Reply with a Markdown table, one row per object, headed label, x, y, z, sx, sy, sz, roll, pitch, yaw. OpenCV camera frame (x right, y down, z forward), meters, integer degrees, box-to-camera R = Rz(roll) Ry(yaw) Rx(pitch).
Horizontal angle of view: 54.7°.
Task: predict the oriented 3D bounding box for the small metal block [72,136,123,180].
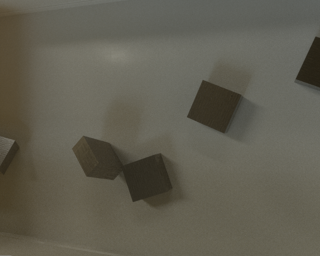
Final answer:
| label | x | y | z | sx | sy | sz | roll | pitch | yaw |
| --- | --- | --- | --- | --- | --- | --- | --- | --- | --- |
| small metal block | -0.083 | 0.041 | 0.418 | 0.025 | 0.050 | 0.050 | -47 | 56 | 14 |

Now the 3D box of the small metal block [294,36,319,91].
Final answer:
| label | x | y | z | sx | sy | sz | roll | pitch | yaw |
| --- | --- | --- | --- | --- | --- | --- | --- | --- | --- |
| small metal block | 0.186 | -0.067 | 0.345 | 0.050 | 0.025 | 0.050 | 25 | 98 | 18 |

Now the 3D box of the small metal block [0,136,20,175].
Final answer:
| label | x | y | z | sx | sy | sz | roll | pitch | yaw |
| --- | --- | --- | --- | --- | --- | --- | --- | --- | --- |
| small metal block | -0.257 | 0.039 | 0.480 | 0.050 | 0.025 | 0.050 | 16 | 60 | 2 |

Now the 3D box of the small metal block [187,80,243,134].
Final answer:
| label | x | y | z | sx | sy | sz | roll | pitch | yaw |
| --- | --- | --- | --- | --- | --- | --- | --- | --- | --- |
| small metal block | 0.069 | -0.026 | 0.386 | 0.050 | 0.025 | 0.050 | 25 | 98 | 18 |

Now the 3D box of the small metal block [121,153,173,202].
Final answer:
| label | x | y | z | sx | sy | sz | roll | pitch | yaw |
| --- | --- | --- | --- | --- | --- | --- | --- | --- | --- |
| small metal block | -0.017 | 0.066 | 0.416 | 0.050 | 0.025 | 0.050 | -21 | 83 | 18 |
